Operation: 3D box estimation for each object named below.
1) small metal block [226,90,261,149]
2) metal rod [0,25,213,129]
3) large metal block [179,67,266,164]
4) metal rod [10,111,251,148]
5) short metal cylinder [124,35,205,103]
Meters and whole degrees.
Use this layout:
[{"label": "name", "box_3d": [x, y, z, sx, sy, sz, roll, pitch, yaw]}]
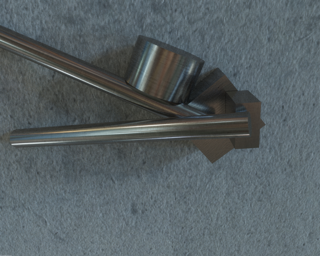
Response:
[{"label": "small metal block", "box_3d": [0.090, -0.011, 0.339, 0.025, 0.050, 0.050, -4, 110, 2]}, {"label": "metal rod", "box_3d": [-0.076, -0.059, 0.358, 0.301, 0.025, 0.025, 23, 109, 3]}, {"label": "large metal block", "box_3d": [0.070, -0.016, 0.391, 0.080, 0.050, 0.080, -39, 105, 14]}, {"label": "metal rod", "box_3d": [-0.052, 0.005, 0.355, 0.301, 0.025, 0.025, -4, 112, 23]}, {"label": "short metal cylinder", "box_3d": [0.005, -0.068, 0.358, 0.080, 0.080, 0.050, 20, 109, -8]}]
